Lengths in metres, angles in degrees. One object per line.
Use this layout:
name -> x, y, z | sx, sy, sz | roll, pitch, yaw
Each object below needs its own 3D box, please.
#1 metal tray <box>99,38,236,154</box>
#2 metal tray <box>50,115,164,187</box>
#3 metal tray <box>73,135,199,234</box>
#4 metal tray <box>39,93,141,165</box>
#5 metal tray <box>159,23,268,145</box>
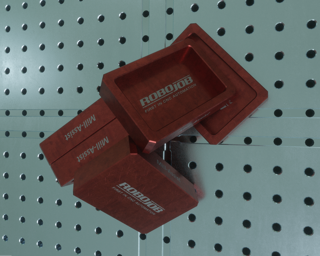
metal tray -> 0.011, -0.041, 0.348 | 0.131, 0.030, 0.090 | -31, 76, -29
metal tray -> -0.062, 0.025, 0.397 | 0.130, 0.090, 0.030 | -34, 79, 16
metal tray -> -0.026, 0.074, 0.371 | 0.090, 0.130, 0.030 | -34, 38, 17
metal tray -> -0.078, 0.000, 0.404 | 0.130, 0.090, 0.030 | -34, 79, 16
metal tray -> 0.057, -0.054, 0.388 | 0.090, 0.030, 0.130 | -45, 77, 14
